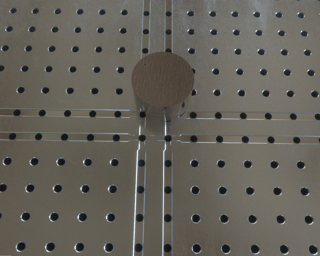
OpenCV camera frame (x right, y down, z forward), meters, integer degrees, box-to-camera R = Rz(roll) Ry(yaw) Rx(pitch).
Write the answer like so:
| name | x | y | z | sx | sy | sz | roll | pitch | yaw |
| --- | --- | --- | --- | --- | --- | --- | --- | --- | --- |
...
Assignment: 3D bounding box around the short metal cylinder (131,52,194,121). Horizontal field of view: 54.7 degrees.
| name | x | y | z | sx | sy | sz | roll | pitch | yaw |
| --- | --- | --- | --- | --- | --- | --- | --- | --- | --- |
| short metal cylinder | 0.004 | -0.055 | 0.419 | 0.081 | 0.050 | 0.080 | 0 | 70 | 0 |
